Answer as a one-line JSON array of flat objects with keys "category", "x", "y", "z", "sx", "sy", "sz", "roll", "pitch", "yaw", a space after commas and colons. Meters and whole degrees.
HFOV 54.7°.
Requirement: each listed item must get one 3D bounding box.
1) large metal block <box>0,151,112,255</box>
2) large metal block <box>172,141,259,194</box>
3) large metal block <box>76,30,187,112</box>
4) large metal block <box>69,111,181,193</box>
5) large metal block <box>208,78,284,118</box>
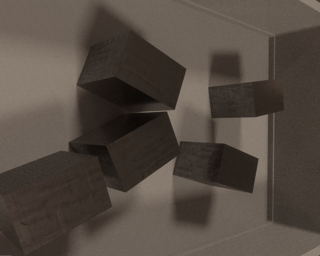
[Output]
[{"category": "large metal block", "x": -0.105, "y": 0.061, "z": 0.284, "sx": 0.081, "sy": 0.080, "sz": 0.050, "roll": -23, "pitch": 105, "yaw": -38}, {"category": "large metal block", "x": 0.079, "y": 0.055, "z": 0.440, "sx": 0.080, "sy": 0.080, "sz": 0.050, "roll": 22, "pitch": 76, "yaw": -38}, {"category": "large metal block", "x": -0.032, "y": -0.057, "z": 0.346, "sx": 0.080, "sy": 0.080, "sz": 0.050, "roll": 26, "pitch": 74, "yaw": -37}, {"category": "large metal block", "x": -0.038, "y": 0.022, "z": 0.340, "sx": 0.081, "sy": 0.080, "sz": 0.050, "roll": -31, "pitch": 110, "yaw": -36}, {"category": "large metal block", "x": 0.136, "y": -0.046, "z": 0.487, "sx": 0.081, "sy": 0.080, "sz": 0.050, "roll": -12, "pitch": 98, "yaw": -40}]
